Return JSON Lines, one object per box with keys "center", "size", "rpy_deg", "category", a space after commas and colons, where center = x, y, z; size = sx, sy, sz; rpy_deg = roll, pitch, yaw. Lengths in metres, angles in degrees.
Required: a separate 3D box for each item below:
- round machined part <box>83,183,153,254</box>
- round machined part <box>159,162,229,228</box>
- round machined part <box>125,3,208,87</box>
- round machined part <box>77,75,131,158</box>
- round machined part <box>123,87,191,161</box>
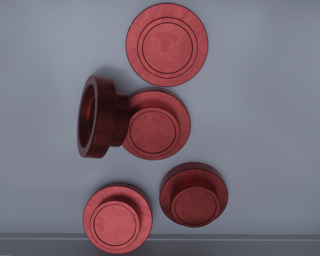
{"center": [-0.060, 0.129, 0.434], "size": [0.099, 0.042, 0.097], "rpy_deg": [0, 92, 1], "category": "round machined part"}
{"center": [0.049, 0.101, 0.440], "size": [0.099, 0.042, 0.097], "rpy_deg": [0, 110, -1], "category": "round machined part"}
{"center": [0.008, -0.096, 0.367], "size": [0.099, 0.042, 0.097], "rpy_deg": [0, 110, -1], "category": "round machined part"}
{"center": [-0.067, -0.012, 0.371], "size": [0.042, 0.098, 0.097], "rpy_deg": [7, 112, -26], "category": "round machined part"}
{"center": [-0.009, -0.001, 0.402], "size": [0.099, 0.042, 0.097], "rpy_deg": [0, 110, -1], "category": "round machined part"}
